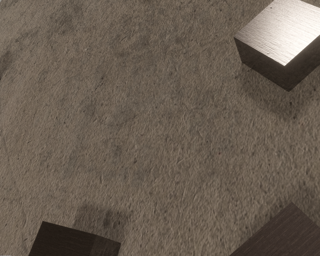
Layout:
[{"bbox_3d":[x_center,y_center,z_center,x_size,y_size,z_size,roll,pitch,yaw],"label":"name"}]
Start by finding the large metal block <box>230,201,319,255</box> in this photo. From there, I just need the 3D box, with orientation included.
[{"bbox_3d":[0.111,0.123,0.254,0.080,0.050,0.080,-41,51,0],"label":"large metal block"}]

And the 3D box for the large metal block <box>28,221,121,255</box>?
[{"bbox_3d":[-0.101,0.156,0.343,0.080,0.050,0.080,2,63,29],"label":"large metal block"}]

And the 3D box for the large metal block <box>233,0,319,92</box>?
[{"bbox_3d":[0.151,-0.103,0.372,0.080,0.050,0.080,-42,51,-1],"label":"large metal block"}]
